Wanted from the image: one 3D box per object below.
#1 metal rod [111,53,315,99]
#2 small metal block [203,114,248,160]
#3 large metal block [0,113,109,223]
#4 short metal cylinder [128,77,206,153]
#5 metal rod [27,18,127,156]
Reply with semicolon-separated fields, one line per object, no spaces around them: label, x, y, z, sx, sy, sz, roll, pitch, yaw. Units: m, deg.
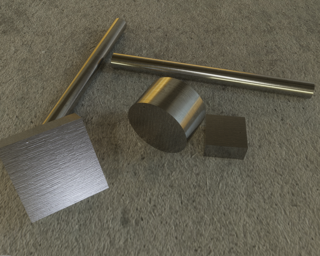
metal rod;0.074;-0.081;0.471;0.302;0.025;0.025;10;51;8
small metal block;0.082;0.011;0.395;0.050;0.025;0.050;5;50;3
large metal block;-0.110;0.038;0.326;0.081;0.080;0.050;-23;16;-18
short metal cylinder;0.009;-0.015;0.380;0.080;0.080;0.050;24;54;19
metal rod;-0.113;-0.077;0.466;0.025;0.025;0.300;13;51;10
